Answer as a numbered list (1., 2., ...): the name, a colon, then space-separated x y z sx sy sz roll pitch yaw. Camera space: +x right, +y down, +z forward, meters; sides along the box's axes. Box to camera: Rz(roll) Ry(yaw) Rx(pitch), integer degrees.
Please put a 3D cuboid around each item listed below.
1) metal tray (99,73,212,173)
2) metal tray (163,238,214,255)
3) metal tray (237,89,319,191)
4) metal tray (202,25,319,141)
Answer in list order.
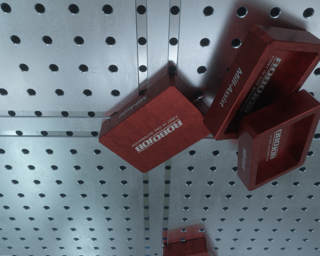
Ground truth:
1. metal tray: -0.004 -0.001 0.408 0.130 0.030 0.090 -34 123 25
2. metal tray: 0.069 0.283 0.649 0.090 0.030 0.130 -16 129 12
3. metal tray: 0.145 0.021 0.390 0.090 0.030 0.130 -25 141 -7
4. metal tray: 0.113 -0.045 0.347 0.091 0.030 0.129 -5 135 -30
